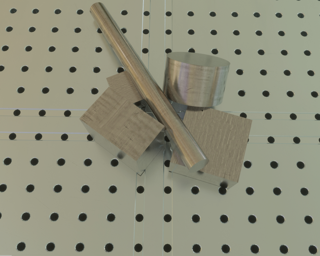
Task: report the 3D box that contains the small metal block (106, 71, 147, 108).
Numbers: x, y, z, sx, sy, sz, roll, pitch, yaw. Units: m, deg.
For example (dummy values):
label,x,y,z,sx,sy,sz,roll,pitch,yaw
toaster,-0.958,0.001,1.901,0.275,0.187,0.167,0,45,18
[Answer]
label,x,y,z,sx,sy,sz,roll,pitch,yaw
small metal block,-0.040,-0.052,0.431,0.050,0.025,0.050,-23,72,-9

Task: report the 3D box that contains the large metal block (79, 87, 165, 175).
label,x,y,z,sx,sy,sz,roll,pitch,yaw
large metal block,-0.042,0.007,0.379,0.080,0.080,0.050,35,74,11

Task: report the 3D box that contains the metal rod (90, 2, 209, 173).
label,x,y,z,sx,sy,sz,roll,pitch,yaw
metal rod,-0.027,-0.071,0.405,0.025,0.025,0.299,-26,61,-10

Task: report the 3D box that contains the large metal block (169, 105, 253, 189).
label,x,y,z,sx,sy,sz,roll,pitch,yaw
large metal block,0.062,0.023,0.390,0.080,0.050,0.080,17,71,5

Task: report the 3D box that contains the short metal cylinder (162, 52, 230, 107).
label,x,y,z,sx,sy,sz,roll,pitch,yaw
short metal cylinder,0.045,-0.065,0.400,0.080,0.080,0.050,8,114,2
